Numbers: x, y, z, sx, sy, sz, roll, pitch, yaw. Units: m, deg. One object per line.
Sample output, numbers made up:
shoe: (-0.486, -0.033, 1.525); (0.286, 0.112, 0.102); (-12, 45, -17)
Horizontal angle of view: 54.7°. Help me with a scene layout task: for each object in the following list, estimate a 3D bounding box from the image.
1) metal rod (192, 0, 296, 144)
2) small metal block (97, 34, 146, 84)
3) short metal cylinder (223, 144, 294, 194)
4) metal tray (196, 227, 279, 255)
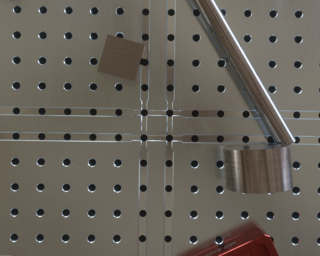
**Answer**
metal rod: (0.094, -0.108, 0.413); (0.025, 0.025, 0.299); (-30, 90, 0)
small metal block: (-0.050, -0.091, 0.413); (0.050, 0.025, 0.050); (16, 90, 0)
short metal cylinder: (0.121, 0.048, 0.387); (0.080, 0.080, 0.050); (-4, 90, 0)
metal tray: (0.099, 0.202, 0.411); (0.131, 0.030, 0.090); (-25, 90, 0)
